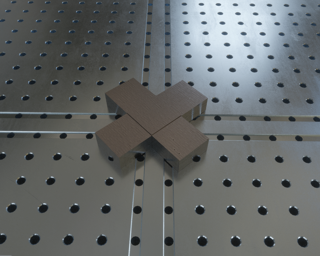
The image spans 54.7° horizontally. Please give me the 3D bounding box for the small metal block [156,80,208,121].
[{"bbox_3d":[0.030,-0.035,0.437,0.050,0.025,0.050,-34,58,-26],"label":"small metal block"}]

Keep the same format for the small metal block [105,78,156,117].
[{"bbox_3d":[-0.041,-0.039,0.440,0.050,0.025,0.050,-34,58,-25],"label":"small metal block"}]

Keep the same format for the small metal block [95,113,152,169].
[{"bbox_3d":[-0.046,0.016,0.394,0.050,0.025,0.050,-34,58,-26],"label":"small metal block"}]

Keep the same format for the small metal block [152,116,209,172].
[{"bbox_3d":[0.025,0.019,0.392,0.050,0.025,0.050,-34,58,-25],"label":"small metal block"}]

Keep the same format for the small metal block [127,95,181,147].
[{"bbox_3d":[-0.008,-0.011,0.415,0.050,0.025,0.050,-34,58,-26],"label":"small metal block"}]
